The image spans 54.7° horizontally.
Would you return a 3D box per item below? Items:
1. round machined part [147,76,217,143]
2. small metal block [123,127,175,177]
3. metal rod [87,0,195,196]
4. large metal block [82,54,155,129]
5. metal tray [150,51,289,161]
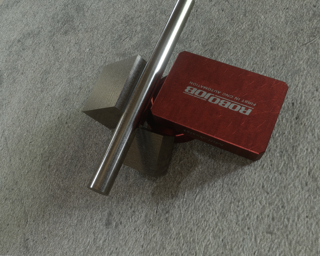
[{"bbox_3d":[0.024,-0.033,0.402,0.098,0.042,0.098,-13,56,21],"label":"round machined part"},{"bbox_3d":[-0.014,0.028,0.383,0.050,0.025,0.050,17,96,35],"label":"small metal block"},{"bbox_3d":[-0.015,-0.059,0.395,0.025,0.025,0.300,8,63,31],"label":"metal rod"},{"bbox_3d":[-0.052,-0.047,0.432,0.080,0.050,0.080,-3,58,47],"label":"large metal block"},{"bbox_3d":[0.067,-0.028,0.356,0.130,0.030,0.090,21,73,14],"label":"metal tray"}]
